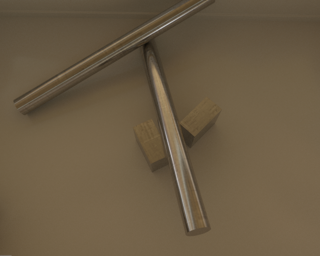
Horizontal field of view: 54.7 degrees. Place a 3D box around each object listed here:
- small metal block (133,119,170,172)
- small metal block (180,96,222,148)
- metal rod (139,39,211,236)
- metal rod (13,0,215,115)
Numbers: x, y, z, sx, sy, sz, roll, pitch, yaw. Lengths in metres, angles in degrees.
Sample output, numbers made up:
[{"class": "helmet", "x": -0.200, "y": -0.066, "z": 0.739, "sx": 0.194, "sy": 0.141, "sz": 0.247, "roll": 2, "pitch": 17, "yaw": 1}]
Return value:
[{"class": "small metal block", "x": -0.010, "y": 0.023, "z": 0.388, "sx": 0.025, "sy": 0.050, "sz": 0.050, "roll": -25, "pitch": 72, "yaw": -9}, {"class": "small metal block", "x": 0.049, "y": -0.006, "z": 0.399, "sx": 0.025, "sy": 0.050, "sz": 0.050, "roll": 43, "pitch": 75, "yaw": 13}, {"class": "metal rod", "x": 0.007, "y": -0.021, "z": 0.380, "sx": 0.025, "sy": 0.025, "sz": 0.299, "roll": -11, "pitch": 56, "yaw": -4}, {"class": "metal rod", "x": -0.060, "y": -0.105, "z": 0.421, "sx": 0.301, "sy": 0.025, "sz": 0.025, "roll": -31, "pitch": 73, "yaw": -1}]
